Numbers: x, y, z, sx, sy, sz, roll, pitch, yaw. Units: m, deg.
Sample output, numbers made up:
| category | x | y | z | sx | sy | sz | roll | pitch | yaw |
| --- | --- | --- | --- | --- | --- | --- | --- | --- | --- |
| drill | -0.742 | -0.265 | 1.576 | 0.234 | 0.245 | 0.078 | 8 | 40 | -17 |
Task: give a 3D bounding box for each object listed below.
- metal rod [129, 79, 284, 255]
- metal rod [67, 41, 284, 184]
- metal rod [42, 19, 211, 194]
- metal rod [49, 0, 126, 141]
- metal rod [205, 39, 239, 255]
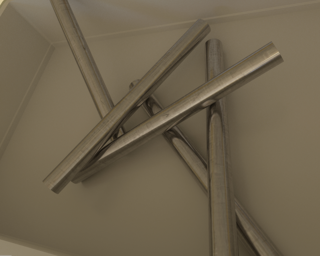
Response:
| category | x | y | z | sx | sy | sz | roll | pitch | yaw |
| --- | --- | --- | --- | --- | --- | --- | --- | --- | --- |
| metal rod | 0.035 | 0.032 | 0.366 | 0.025 | 0.025 | 0.300 | -38 | 51 | 2 |
| metal rod | 0.002 | -0.007 | 0.373 | 0.300 | 0.025 | 0.025 | -31 | 51 | 21 |
| metal rod | -0.035 | -0.037 | 0.410 | 0.025 | 0.025 | 0.300 | 32 | 74 | 37 |
| metal rod | -0.115 | -0.111 | 0.451 | 0.025 | 0.025 | 0.299 | -27 | 78 | 11 |
| metal rod | 0.065 | 0.003 | 0.347 | 0.025 | 0.025 | 0.300 | -12 | 50 | 21 |
